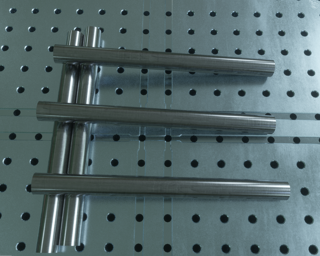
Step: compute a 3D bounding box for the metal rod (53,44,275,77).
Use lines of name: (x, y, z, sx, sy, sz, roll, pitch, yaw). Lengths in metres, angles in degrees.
metal rod: (0.010, -0.093, 0.430, 0.302, 0.025, 0.025, 3, 70, -6)

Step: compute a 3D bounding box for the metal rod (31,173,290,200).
metal rod: (0.006, 0.071, 0.371, 0.302, 0.025, 0.025, 3, 70, -6)

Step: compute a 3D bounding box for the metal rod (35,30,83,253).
metal rod: (-0.128, 0.003, 0.408, 0.025, 0.025, 0.299, 1, 70, 0)

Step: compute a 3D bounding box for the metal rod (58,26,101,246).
metal rod: (-0.103, -0.004, 0.411, 0.025, 0.025, 0.299, 1, 70, 0)

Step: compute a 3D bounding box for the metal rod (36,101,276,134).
metal rod: (0.000, -0.013, 0.400, 0.302, 0.025, 0.025, 3, 70, -6)
